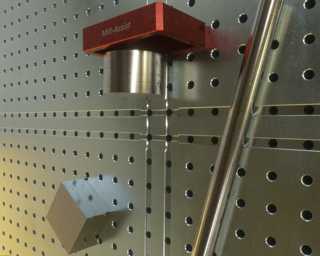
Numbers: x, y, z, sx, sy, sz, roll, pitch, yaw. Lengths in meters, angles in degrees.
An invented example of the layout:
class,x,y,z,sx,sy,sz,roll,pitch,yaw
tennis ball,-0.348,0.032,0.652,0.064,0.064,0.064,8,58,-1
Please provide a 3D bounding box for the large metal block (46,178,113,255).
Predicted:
class,x,y,z,sx,sy,sz,roll,pitch,yaw
large metal block,-0.132,0.140,0.503,0.080,0.050,0.080,43,116,31

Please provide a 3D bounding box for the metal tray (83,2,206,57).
class,x,y,z,sx,sy,sz,roll,pitch,yaw
metal tray,-0.021,-0.112,0.384,0.130,0.091,0.030,-1,89,40

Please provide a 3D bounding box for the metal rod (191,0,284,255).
class,x,y,z,sx,sy,sz,roll,pitch,yaw
metal rod,0.081,0.012,0.342,0.025,0.025,0.298,21,103,38

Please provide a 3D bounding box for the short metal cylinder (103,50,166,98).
class,x,y,z,sx,sy,sz,roll,pitch,yaw
short metal cylinder,-0.032,-0.067,0.400,0.080,0.081,0.050,3,92,40
